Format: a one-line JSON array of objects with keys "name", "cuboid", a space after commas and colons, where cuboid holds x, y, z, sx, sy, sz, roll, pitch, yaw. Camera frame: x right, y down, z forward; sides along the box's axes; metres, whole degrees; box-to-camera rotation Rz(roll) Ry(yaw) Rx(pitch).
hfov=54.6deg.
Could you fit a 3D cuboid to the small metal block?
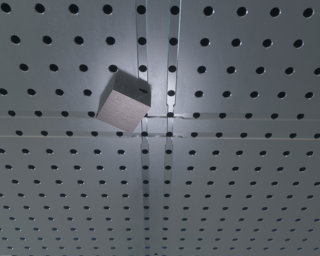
[{"name": "small metal block", "cuboid": [-0.045, -0.026, 0.389, 0.050, 0.025, 0.050, 24, 126, -20]}]
